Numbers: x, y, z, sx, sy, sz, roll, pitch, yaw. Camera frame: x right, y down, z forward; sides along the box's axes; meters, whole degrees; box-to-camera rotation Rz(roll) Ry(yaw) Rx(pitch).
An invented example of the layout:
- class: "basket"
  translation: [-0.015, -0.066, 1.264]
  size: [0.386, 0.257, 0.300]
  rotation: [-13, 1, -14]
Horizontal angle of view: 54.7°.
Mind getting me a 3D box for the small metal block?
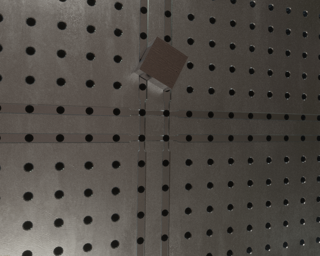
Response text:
- class: "small metal block"
  translation: [0.002, -0.085, 0.414]
  size: [0.050, 0.025, 0.050]
  rotation: [29, 80, -18]
